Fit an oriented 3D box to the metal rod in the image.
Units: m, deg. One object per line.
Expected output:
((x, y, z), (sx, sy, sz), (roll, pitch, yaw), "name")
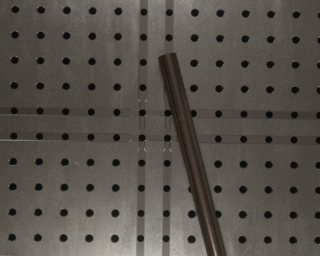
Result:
((0.046, 0.048, 0.414), (0.025, 0.025, 0.298), (-14, 90, 0), "metal rod")
